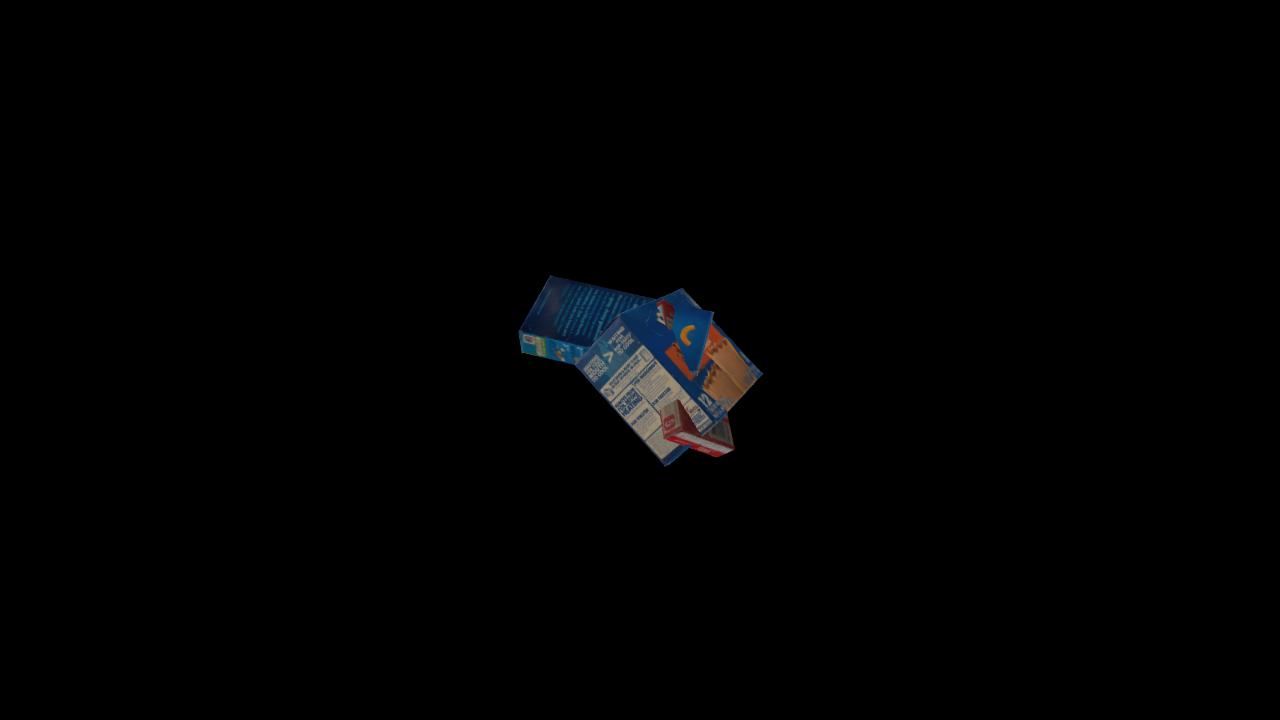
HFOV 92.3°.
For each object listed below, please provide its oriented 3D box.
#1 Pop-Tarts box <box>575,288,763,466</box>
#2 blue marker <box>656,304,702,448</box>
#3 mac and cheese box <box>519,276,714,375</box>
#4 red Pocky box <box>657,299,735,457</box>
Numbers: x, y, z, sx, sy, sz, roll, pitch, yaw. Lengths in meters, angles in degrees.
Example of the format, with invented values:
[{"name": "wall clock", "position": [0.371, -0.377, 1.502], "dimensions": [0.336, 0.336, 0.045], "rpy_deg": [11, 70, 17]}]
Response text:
[{"name": "Pop-Tarts box", "position": [0.038, 0.010, 0.662], "dimensions": [0.083, 0.141, 0.167], "rpy_deg": [-46, -8, 29]}, {"name": "blue marker", "position": [0.023, 0.043, 0.668], "dimensions": [0.020, 0.020, 0.121], "rpy_deg": [0, 25, 3]}, {"name": "mac and cheese box", "position": [-0.023, -0.029, 0.644], "dimensions": [0.184, 0.093, 0.041], "rpy_deg": [14, -42, 7]}, {"name": "red Pocky box", "position": [0.050, 0.018, 0.631], "dimensions": [0.083, 0.155, 0.028], "rpy_deg": [24, -44, -39]}]
